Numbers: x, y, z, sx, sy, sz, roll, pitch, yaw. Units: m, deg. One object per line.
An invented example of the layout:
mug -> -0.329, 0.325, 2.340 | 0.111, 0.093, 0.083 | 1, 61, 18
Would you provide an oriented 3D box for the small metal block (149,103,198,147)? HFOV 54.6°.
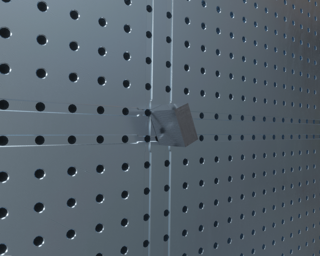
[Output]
small metal block -> 0.017, -0.004, 0.406 | 0.025, 0.050, 0.050 | -28, 108, -36
